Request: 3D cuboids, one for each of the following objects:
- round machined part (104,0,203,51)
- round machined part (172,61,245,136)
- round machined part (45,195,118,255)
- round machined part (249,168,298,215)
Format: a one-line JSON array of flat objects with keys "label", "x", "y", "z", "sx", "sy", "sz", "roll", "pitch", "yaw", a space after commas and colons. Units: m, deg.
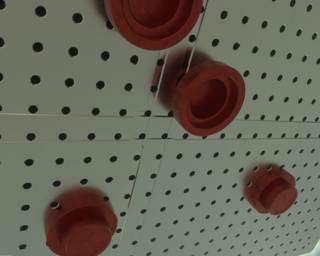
[{"label": "round machined part", "x": -0.009, "y": -0.132, "z": 0.313, "sx": 0.099, "sy": 0.042, "sz": 0.097, "roll": -14, "pitch": 124, "yaw": -21}, {"label": "round machined part", "x": 0.059, "y": -0.041, "z": 0.406, "sx": 0.099, "sy": 0.042, "sz": 0.097, "roll": -14, "pitch": 125, "yaw": -21}, {"label": "round machined part", "x": -0.106, "y": 0.145, "z": 0.432, "sx": 0.099, "sy": 0.042, "sz": 0.097, "roll": -14, "pitch": 124, "yaw": -21}, {"label": "round machined part", "x": 0.226, "y": 0.130, "z": 0.603, "sx": 0.099, "sy": 0.042, "sz": 0.097, "roll": -14, "pitch": 124, "yaw": -21}]
